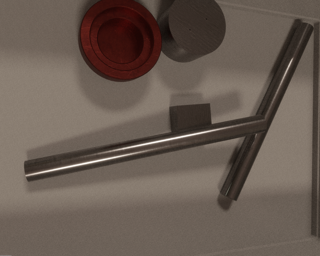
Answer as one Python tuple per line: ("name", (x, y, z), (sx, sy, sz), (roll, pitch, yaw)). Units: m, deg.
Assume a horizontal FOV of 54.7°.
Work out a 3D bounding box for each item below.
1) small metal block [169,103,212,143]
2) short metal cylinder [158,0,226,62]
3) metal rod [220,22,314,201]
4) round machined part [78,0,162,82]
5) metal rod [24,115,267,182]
("small metal block", (0.043, -0.007, 0.428), (0.050, 0.025, 0.050), (-6, 92, -20))
("short metal cylinder", (0.039, -0.132, 0.413), (0.081, 0.050, 0.079), (0, 90, -21))
("metal rod", (0.167, -0.031, 0.473), (0.025, 0.025, 0.299), (30, 80, -18))
("round machined part", (-0.051, -0.106, 0.383), (0.099, 0.042, 0.097), (0, 90, -21))
("metal rod", (-0.007, 0.022, 0.387), (0.302, 0.025, 0.025), (-11, 94, -12))
